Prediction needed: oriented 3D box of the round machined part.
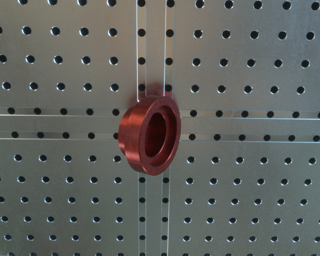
[{"bbox_3d":[-0.015,0.007,0.386,0.042,0.099,0.097,10,114,30],"label":"round machined part"}]
